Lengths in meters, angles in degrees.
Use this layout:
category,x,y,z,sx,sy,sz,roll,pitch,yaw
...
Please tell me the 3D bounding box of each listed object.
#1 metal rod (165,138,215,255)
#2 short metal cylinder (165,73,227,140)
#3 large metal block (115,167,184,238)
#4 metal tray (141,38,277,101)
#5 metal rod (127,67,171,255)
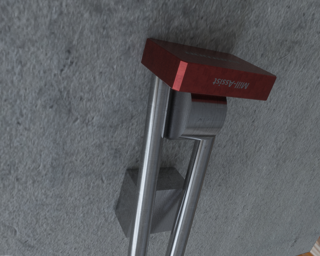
category,x,y,z,sx,sy,sz,roll,pitch,yaw
metal rod,0.047,0.068,0.418,0.025,0.025,0.298,9,99,-33
short metal cylinder,0.036,-0.025,0.379,0.050,0.080,0.079,2,118,-30
large metal block,-0.012,0.106,0.450,0.081,0.050,0.079,2,118,-30
metal tray,0.055,-0.067,0.356,0.131,0.090,0.030,2,117,-30
metal rod,-0.015,0.065,0.383,0.025,0.025,0.298,2,102,-30
